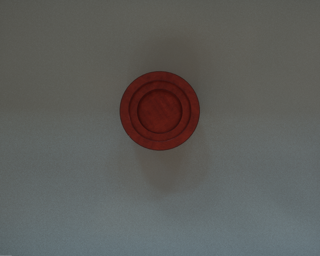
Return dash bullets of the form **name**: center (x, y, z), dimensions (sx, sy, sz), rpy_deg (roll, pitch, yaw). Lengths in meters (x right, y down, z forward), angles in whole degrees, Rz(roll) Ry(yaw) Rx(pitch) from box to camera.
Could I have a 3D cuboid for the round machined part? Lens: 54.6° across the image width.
- **round machined part**: center (0.000, -0.021, 0.400), dimensions (0.099, 0.042, 0.097), rpy_deg (0, 90, 0)
